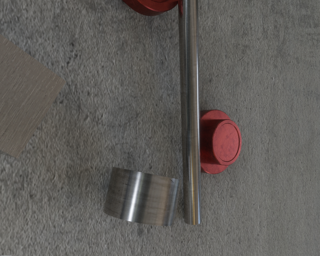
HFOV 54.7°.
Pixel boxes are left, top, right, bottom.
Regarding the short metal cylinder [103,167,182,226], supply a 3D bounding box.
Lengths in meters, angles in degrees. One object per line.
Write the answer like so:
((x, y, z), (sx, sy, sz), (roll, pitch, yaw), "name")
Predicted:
((-0.019, 0.076, 0.353), (0.080, 0.080, 0.050), (18, 79, -39), "short metal cylinder")

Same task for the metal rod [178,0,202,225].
((0.041, -0.013, 0.413), (0.025, 0.025, 0.298), (-13, 106, -39), "metal rod")

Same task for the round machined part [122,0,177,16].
((-0.020, -0.186, 0.376), (0.099, 0.042, 0.097), (0, 90, -40), "round machined part")

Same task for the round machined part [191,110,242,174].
((0.085, 0.021, 0.465), (0.099, 0.042, 0.097), (0, 90, -40), "round machined part")

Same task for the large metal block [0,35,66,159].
((-0.144, -0.029, 0.267), (0.080, 0.050, 0.080), (38, 67, -33), "large metal block")
